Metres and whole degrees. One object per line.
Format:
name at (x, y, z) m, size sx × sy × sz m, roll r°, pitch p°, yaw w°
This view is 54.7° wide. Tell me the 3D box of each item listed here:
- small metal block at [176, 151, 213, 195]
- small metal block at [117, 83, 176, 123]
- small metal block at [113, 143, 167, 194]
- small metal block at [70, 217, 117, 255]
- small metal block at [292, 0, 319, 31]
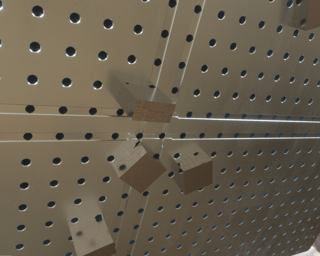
small metal block at (0.054, 0.071, 0.487) m, size 0.050 × 0.025 × 0.050 m, roll -19°, pitch 126°, yaw -18°
small metal block at (-0.017, -0.030, 0.369) m, size 0.050 × 0.050 × 0.025 m, roll 4°, pitch 116°, yaw -31°
small metal block at (-0.027, 0.057, 0.433) m, size 0.050 × 0.025 × 0.050 m, roll -43°, pitch 130°, yaw 1°
small metal block at (-0.096, 0.164, 0.445) m, size 0.050 × 0.050 × 0.025 m, roll -19°, pitch 126°, yaw -18°
small metal block at (0.214, -0.167, 0.427) m, size 0.050 × 0.025 × 0.050 m, roll -20°, pitch 126°, yaw -17°
